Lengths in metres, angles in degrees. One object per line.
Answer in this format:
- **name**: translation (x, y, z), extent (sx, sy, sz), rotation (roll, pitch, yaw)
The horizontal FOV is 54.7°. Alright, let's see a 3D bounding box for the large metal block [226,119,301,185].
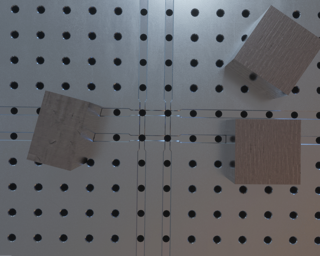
- **large metal block**: translation (0.132, 0.029, 0.403), extent (0.081, 0.050, 0.079), rotation (1, 90, -1)

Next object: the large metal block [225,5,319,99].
- **large metal block**: translation (0.146, -0.095, 0.403), extent (0.080, 0.050, 0.080), rotation (34, 90, -1)

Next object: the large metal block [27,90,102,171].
- **large metal block**: translation (-0.114, 0.003, 0.384), extent (0.050, 0.080, 0.080), rotation (15, 90, 0)
